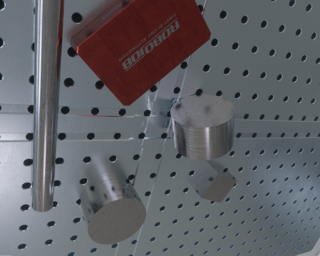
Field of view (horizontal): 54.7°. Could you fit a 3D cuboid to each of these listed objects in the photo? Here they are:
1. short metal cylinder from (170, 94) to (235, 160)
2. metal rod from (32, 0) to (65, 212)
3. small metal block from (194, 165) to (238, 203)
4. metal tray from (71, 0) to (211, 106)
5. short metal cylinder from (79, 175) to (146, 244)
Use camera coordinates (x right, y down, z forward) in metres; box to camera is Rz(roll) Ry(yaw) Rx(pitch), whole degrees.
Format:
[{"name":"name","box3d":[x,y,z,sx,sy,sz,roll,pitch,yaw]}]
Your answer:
[{"name":"short metal cylinder","box3d":[0.056,-0.003,0.404,0.081,0.080,0.050,-19,126,-17]},{"name":"metal rod","box3d":[-0.119,-0.033,0.325,0.025,0.025,0.298,-2,120,-28]},{"name":"small metal block","box3d":[0.094,0.095,0.521,0.050,0.025,0.050,23,106,-37]},{"name":"metal tray","box3d":[-0.017,-0.097,0.338,0.130,0.030,0.090,-40,130,-1]},{"name":"short metal cylinder","box3d":[-0.066,0.113,0.429,0.081,0.050,0.079,-14,124,-21]}]
